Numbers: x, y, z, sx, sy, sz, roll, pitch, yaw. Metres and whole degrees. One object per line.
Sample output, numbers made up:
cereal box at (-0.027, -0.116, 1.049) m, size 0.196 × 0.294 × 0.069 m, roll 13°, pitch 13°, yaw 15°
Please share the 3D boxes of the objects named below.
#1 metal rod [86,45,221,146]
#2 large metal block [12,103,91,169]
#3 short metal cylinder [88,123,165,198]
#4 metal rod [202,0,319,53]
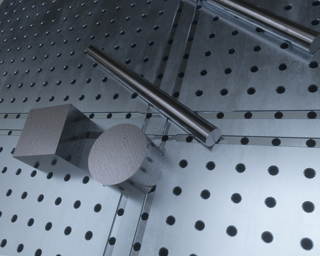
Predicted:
metal rod at (-0.029, -0.063, 0.459) m, size 0.025 × 0.025 × 0.300 m, roll -47°, pitch 52°, yaw -5°
large metal block at (-0.160, 0.015, 0.465) m, size 0.080 × 0.050 × 0.080 m, roll -5°, pitch 59°, yaw 25°
short metal cylinder at (-0.041, 0.041, 0.387) m, size 0.080 × 0.050 × 0.080 m, roll -13°, pitch 56°, yaw 20°
metal rod at (0.107, -0.186, 0.465) m, size 0.025 × 0.025 × 0.300 m, roll -43°, pitch 51°, yaw -1°
